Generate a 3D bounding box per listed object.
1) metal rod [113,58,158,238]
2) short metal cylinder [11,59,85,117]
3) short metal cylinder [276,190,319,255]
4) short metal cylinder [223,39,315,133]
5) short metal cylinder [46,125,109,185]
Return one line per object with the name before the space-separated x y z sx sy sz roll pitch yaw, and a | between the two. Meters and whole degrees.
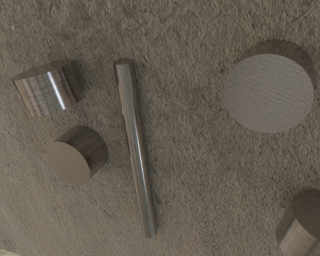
metal rod | -0.031 0.048 0.452 0.025 0.025 0.298 8 122 24
short metal cylinder | -0.148 -0.055 0.415 0.080 0.080 0.050 -2 118 29
short metal cylinder | 0.180 0.117 0.349 0.080 0.080 0.050 21 126 15
short metal cylinder | 0.109 -0.042 0.308 0.080 0.050 0.079 13 124 21
short metal cylinder | -0.128 0.042 0.485 0.080 0.050 0.079 13 124 21
